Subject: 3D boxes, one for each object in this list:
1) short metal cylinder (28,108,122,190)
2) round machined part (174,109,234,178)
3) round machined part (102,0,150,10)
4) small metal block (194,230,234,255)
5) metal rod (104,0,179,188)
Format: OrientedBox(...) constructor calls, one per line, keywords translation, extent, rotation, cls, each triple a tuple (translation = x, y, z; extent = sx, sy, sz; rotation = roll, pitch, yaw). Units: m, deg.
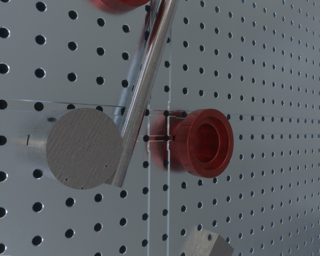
OrientedBox(translation=(-0.087, 0.020, 0.320), extent=(0.081, 0.050, 0.079), rotation=(0, 90, -40), cls="short metal cylinder")
OrientedBox(translation=(0.060, 0.021, 0.449), extent=(0.099, 0.042, 0.097), rotation=(0, 90, -40), cls="round machined part")
OrientedBox(translation=(-0.039, -0.194, 0.366), extent=(0.099, 0.042, 0.097), rotation=(0, 90, -40), cls="round machined part")
OrientedBox(translation=(0.083, 0.196, 0.480), extent=(0.050, 0.025, 0.050), rotation=(49, 61, -29), cls="small metal block")
OrientedBox(translation=(-0.016, -0.073, 0.396), extent=(0.025, 0.025, 0.299), rotation=(26, 74, -37), cls="metal rod")
